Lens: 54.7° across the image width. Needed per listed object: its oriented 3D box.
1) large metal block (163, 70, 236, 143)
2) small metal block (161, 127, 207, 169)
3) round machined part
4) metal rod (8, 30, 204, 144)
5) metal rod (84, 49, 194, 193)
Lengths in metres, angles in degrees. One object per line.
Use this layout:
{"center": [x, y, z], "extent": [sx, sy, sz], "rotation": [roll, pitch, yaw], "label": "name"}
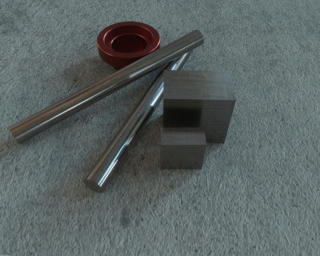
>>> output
{"center": [0.044, -0.025, 0.389], "extent": [0.081, 0.080, 0.050], "rotation": [1, 50, 0], "label": "large metal block"}
{"center": [0.026, 0.025, 0.367], "extent": [0.050, 0.050, 0.025], "rotation": [0, 50, -1], "label": "small metal block"}
{"center": [-0.049, -0.126, 0.498], "extent": [0.099, 0.042, 0.098], "rotation": [0, 50, 0], "label": "round machined part"}
{"center": [-0.062, -0.066, 0.437], "extent": [0.302, 0.025, 0.025], "rotation": [-32, 57, -17], "label": "metal rod"}
{"center": [-0.013, -0.039, 0.435], "extent": [0.025, 0.025, 0.301], "rotation": [19, 52, 15], "label": "metal rod"}
